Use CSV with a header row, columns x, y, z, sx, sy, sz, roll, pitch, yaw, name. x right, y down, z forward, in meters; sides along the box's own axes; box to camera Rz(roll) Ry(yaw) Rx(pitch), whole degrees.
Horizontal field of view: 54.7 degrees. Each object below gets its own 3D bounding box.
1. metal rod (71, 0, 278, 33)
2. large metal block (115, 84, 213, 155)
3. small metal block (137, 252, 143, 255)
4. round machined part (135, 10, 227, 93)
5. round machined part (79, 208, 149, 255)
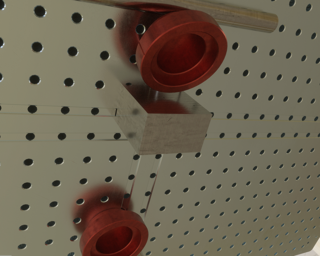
x,y,z,sx,sy,sz,roll,pitch,yaw,name
0.011,-0.133,0.334,0.303,0.025,0.025,-1,119,-28,metal rod
0.001,-0.012,0.369,0.081,0.080,0.050,-1,119,-28,large metal block
-0.053,0.222,0.520,0.050,0.025,0.050,-27,128,-11,small metal block
0.020,-0.088,0.343,0.099,0.042,0.098,-15,147,-10,round machined part
-0.070,0.159,0.460,0.099,0.042,0.097,-14,124,-21,round machined part
